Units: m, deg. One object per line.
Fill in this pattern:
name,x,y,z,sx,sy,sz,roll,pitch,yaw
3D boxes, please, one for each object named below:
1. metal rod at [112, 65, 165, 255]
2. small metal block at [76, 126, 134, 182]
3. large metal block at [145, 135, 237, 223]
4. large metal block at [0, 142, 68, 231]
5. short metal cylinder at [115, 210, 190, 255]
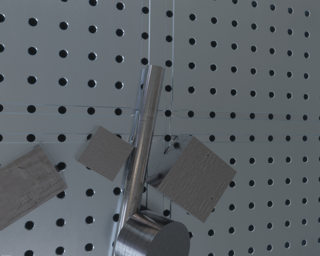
metal rod,-0.032,0.067,0.401,0.025,0.025,0.298,12,86,-20
small metal block,-0.069,0.031,0.387,0.050,0.025,0.050,34,79,-17
large metal block,0.041,0.066,0.415,0.080,0.050,0.080,39,77,-16
large metal block,-0.150,0.059,0.328,0.080,0.080,0.050,-33,101,-17
short metal cylinder,-0.008,0.148,0.381,0.081,0.050,0.079,-8,101,-46
